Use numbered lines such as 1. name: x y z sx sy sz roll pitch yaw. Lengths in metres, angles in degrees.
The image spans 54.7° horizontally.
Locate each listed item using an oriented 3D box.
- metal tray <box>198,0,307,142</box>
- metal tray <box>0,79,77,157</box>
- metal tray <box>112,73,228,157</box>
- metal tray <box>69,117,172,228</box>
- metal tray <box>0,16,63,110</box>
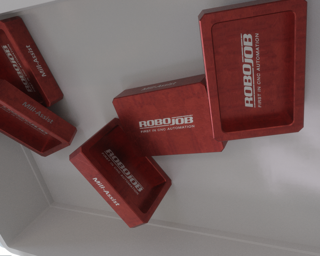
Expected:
1. metal tray: 0.090 -0.054 0.304 0.090 0.030 0.129 -8 117 8
2. metal tray: -0.205 -0.009 0.471 0.090 0.030 0.130 -22 130 41
3. metal tray: 0.013 -0.012 0.392 0.130 0.030 0.090 -7 115 31
4. metal tray: -0.049 0.060 0.429 0.030 0.090 0.130 -33 100 38
5. metal tray: -0.213 -0.087 0.463 0.090 0.030 0.129 -11 113 33
